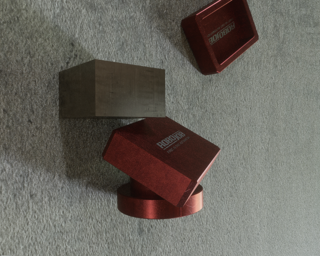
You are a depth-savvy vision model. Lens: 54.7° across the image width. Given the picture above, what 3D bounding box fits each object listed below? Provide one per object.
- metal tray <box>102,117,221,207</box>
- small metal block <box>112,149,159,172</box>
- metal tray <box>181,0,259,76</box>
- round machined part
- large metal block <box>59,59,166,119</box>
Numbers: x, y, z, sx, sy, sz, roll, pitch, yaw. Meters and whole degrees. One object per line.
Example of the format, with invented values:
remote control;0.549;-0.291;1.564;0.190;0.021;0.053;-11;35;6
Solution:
metal tray;0.009;0.026;0.336;0.030;0.090;0.131;-63;166;18
small metal block;-0.022;0.030;0.368;0.050;0.050;0.025;-8;105;-40
metal tray;0.098;-0.151;0.483;0.131;0.030;0.090;-41;115;-32
round machined part;0.000;0.068;0.357;0.099;0.098;0.042;-4;93;-40
large metal block;-0.051;-0.035;0.326;0.081;0.080;0.050;-1;90;-40
